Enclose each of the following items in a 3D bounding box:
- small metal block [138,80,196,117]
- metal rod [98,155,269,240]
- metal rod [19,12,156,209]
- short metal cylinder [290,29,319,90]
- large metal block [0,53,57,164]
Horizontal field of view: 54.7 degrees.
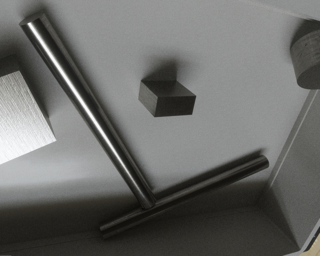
[{"bbox_3d":[0.008,-0.037,0.375,0.050,0.050,0.025,-5,121,-26],"label":"small metal block"},{"bbox_3d":[0.049,0.106,0.503,0.302,0.025,0.025,-19,126,-18],"label":"metal rod"},{"bbox_3d":[-0.067,0.005,0.376,0.025,0.025,0.299,-32,129,-8],"label":"metal rod"},{"bbox_3d":[0.231,-0.096,0.436,0.081,0.050,0.080,-2,158,0],"label":"short metal cylinder"},{"bbox_3d":[-0.158,-0.014,0.298,0.081,0.050,0.080,-25,128,-14],"label":"large metal block"}]
